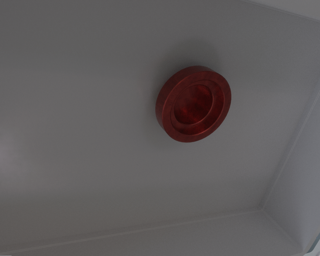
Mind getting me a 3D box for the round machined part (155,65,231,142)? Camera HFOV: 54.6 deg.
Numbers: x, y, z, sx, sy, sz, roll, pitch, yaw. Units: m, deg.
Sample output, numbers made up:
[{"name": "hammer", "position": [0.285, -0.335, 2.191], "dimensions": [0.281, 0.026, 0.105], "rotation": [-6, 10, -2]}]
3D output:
[{"name": "round machined part", "position": [0.039, -0.033, 0.397], "dimensions": [0.099, 0.042, 0.097], "rotation": [-14, 124, -21]}]
